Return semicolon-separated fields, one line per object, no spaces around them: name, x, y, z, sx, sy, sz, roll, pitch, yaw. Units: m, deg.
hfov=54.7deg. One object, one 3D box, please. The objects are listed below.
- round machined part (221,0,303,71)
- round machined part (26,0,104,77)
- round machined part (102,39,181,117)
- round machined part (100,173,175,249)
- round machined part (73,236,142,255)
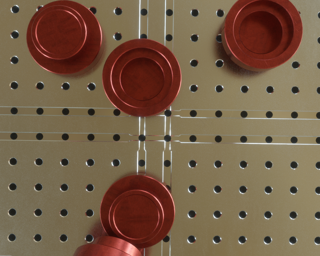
round machined part;0.129;-0.123;0.407;0.099;0.042;0.097;0;90;-1
round machined part;-0.125;-0.119;0.403;0.099;0.042;0.097;0;90;-1
round machined part;-0.023;-0.063;0.405;0.099;0.042;0.097;0;90;-1
round machined part;-0.030;0.110;0.405;0.099;0.042;0.097;0;90;-1
round machined part;-0.060;0.173;0.388;0.098;0.042;0.097;9;130;11
